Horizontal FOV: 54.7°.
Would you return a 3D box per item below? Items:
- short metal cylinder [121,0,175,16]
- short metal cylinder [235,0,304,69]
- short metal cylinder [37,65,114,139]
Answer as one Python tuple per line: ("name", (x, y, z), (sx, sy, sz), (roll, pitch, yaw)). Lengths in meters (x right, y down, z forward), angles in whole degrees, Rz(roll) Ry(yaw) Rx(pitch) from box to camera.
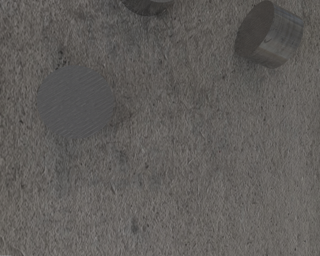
("short metal cylinder", (-0.012, -0.189, 0.391), (0.081, 0.050, 0.079), (0, 90, -20))
("short metal cylinder", (0.151, -0.130, 0.435), (0.050, 0.080, 0.080), (18, 84, -19))
("short metal cylinder", (-0.099, -0.028, 0.359), (0.081, 0.050, 0.079), (0, 90, -20))
